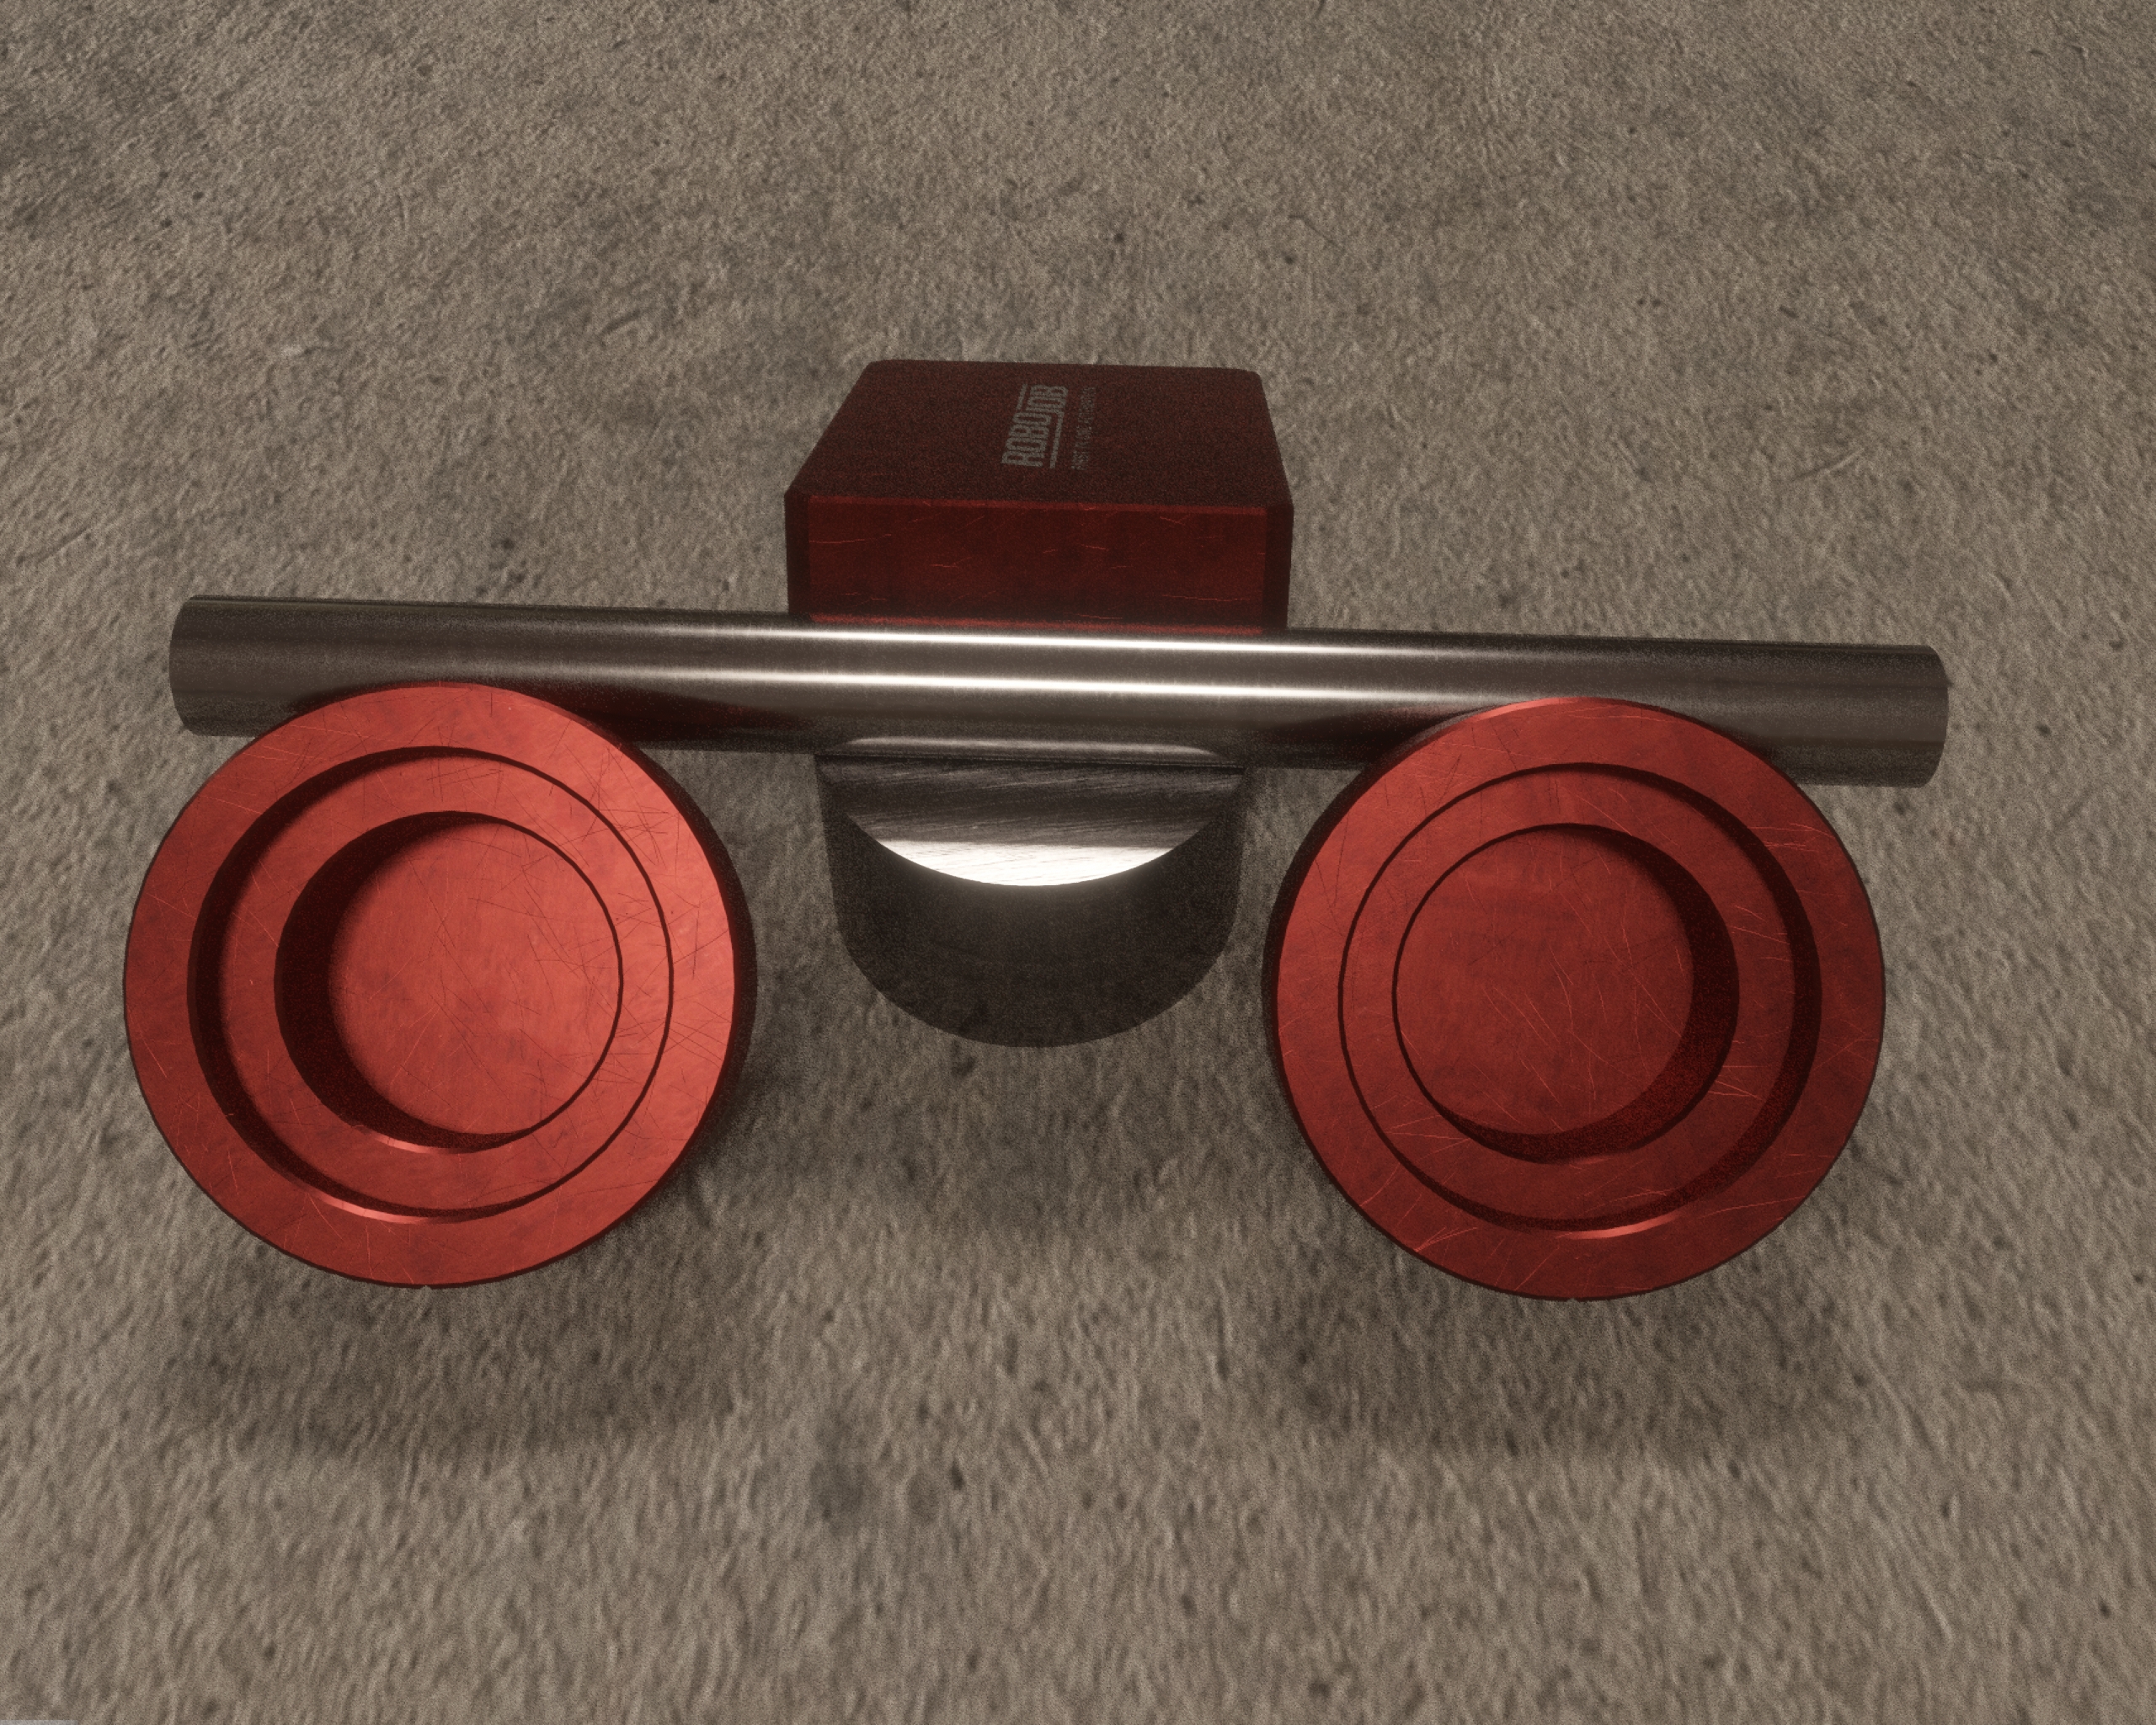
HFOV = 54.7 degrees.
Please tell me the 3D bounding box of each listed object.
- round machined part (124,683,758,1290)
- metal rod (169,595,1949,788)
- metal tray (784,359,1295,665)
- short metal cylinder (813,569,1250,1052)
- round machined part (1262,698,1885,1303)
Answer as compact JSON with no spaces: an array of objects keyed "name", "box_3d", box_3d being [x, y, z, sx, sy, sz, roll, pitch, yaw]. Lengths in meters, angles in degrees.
[{"name":"round machined part","box_3d":[-0.104,0.020,0.355,0.099,0.042,0.097,0,88,-1]},{"name":"metal rod","box_3d":[-0.004,-0.030,0.366,0.302,0.025,0.025,2,50,1]},{"name":"metal tray","box_3d":[-0.005,-0.076,0.430,0.091,0.030,0.130,2,24,1]},{"name":"short metal cylinder","box_3d":[-0.008,-0.011,0.398,0.081,0.050,0.080,0,50,0]},{"name":"round machined part","box_3d":[0.080,0.021,0.354,0.099,0.042,0.097,0,93,0]}]
